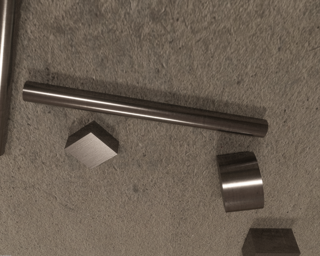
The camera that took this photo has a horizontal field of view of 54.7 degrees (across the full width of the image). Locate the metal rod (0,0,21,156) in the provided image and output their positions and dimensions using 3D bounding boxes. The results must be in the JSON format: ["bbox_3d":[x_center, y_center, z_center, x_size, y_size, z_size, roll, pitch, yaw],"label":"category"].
[{"bbox_3d":[-0.174,-0.074,0.341,0.025,0.025,0.298,17,128,-14],"label":"metal rod"}]

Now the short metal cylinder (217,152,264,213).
[{"bbox_3d":[0.112,0.076,0.438,0.050,0.080,0.080,-9,130,7],"label":"short metal cylinder"}]

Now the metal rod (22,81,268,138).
[{"bbox_3d":[-0.011,-0.022,0.388,0.302,0.025,0.025,9,130,-8],"label":"metal rod"}]

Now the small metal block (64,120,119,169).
[{"bbox_3d":[-0.093,0.024,0.426,0.050,0.025,0.050,-30,124,23],"label":"small metal block"}]

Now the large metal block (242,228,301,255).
[{"bbox_3d":[0.210,0.238,0.597,0.081,0.050,0.079,1,130,-2],"label":"large metal block"}]
